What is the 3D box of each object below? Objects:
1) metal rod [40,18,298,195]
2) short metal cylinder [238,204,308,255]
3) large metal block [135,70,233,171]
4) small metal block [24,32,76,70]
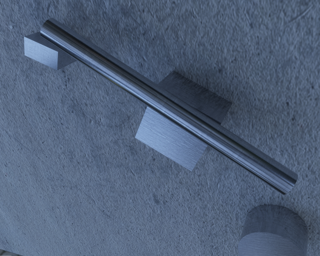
[{"bbox_3d":[0.004,-0.026,0.322,0.301,0.025,0.025,33,129,6],"label":"metal rod"},{"bbox_3d":[0.148,0.147,0.404,0.080,0.050,0.079,13,124,20],"label":"short metal cylinder"},{"bbox_3d":[0.027,-0.009,0.370,0.080,0.050,0.079,31,128,8],"label":"large metal block"},{"bbox_3d":[-0.135,-0.103,0.396,0.050,0.050,0.025,26,127,12],"label":"small metal block"}]
